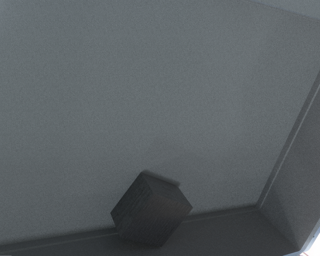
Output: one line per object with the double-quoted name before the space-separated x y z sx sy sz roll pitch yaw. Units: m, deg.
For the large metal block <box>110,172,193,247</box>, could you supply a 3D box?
"large metal block" -0.013 0.123 0.461 0.080 0.050 0.080 29 102 -36
